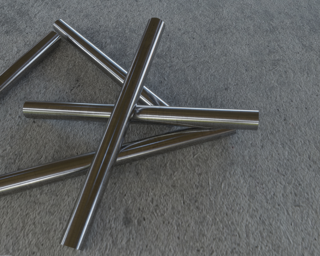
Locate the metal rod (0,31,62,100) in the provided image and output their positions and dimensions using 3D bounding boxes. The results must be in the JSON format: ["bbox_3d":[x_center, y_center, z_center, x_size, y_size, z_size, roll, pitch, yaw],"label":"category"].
[{"bbox_3d":[-0.239,-0.050,0.443,0.025,0.025,0.301,18,52,14],"label":"metal rod"}]

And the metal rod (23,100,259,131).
[{"bbox_3d":[-0.032,-0.017,0.396,0.301,0.025,0.025,3,50,11],"label":"metal rod"}]

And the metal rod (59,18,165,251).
[{"bbox_3d":[-0.046,-0.013,0.366,0.025,0.025,0.300,13,65,10],"label":"metal rod"}]

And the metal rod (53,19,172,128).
[{"bbox_3d":[-0.081,-0.097,0.483,0.025,0.025,0.300,-34,58,-25],"label":"metal rod"}]

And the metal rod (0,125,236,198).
[{"bbox_3d":[-0.050,0.033,0.375,0.302,0.025,0.025,-14,52,-12],"label":"metal rod"}]
